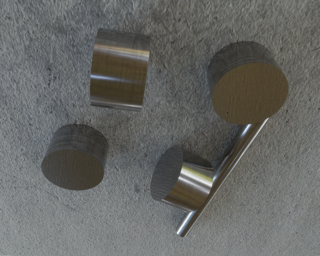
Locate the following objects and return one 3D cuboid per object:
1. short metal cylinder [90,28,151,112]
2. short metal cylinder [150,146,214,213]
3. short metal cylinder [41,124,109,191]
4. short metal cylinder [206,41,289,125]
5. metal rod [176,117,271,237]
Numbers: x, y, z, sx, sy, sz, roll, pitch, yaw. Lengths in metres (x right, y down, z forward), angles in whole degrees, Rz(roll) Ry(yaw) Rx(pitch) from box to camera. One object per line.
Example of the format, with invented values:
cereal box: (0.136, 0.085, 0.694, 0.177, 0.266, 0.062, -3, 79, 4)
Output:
short metal cylinder: (-0.040, -0.059, 0.321, 0.050, 0.080, 0.079, 7, 130, -6)
short metal cylinder: (0.029, 0.071, 0.432, 0.050, 0.080, 0.080, 27, 125, -21)
short metal cylinder: (-0.114, 0.041, 0.424, 0.081, 0.050, 0.079, 0, 130, 0)
short metal cylinder: (0.096, -0.050, 0.349, 0.081, 0.050, 0.079, 0, 130, 0)
metal rod: (0.086, 0.080, 0.476, 0.025, 0.025, 0.298, 14, 129, -12)
